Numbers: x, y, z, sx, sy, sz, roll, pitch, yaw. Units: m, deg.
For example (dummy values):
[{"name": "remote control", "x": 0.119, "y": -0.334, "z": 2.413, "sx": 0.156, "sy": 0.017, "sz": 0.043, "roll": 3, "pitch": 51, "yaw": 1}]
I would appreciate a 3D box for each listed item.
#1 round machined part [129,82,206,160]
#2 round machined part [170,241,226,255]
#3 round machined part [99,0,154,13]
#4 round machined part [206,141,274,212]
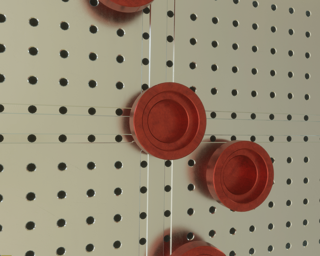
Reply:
[{"name": "round machined part", "x": 0.007, "y": -0.009, "z": 0.406, "sx": 0.099, "sy": 0.042, "sz": 0.097, "roll": 0, "pitch": 90, "yaw": -20}, {"name": "round machined part", "x": 0.046, "y": 0.202, "z": 0.421, "sx": 0.099, "sy": 0.042, "sz": 0.097, "roll": 0, "pitch": 90, "yaw": -20}, {"name": "round machined part", "x": -0.046, "y": -0.192, "z": 0.386, "sx": 0.099, "sy": 0.042, "sz": 0.097, "roll": 0, "pitch": 90, "yaw": -20}, {"name": "round machined part", "x": 0.109, "y": 0.066, "z": 0.444, "sx": 0.099, "sy": 0.042, "sz": 0.097, "roll": 0, "pitch": 90, "yaw": -20}]
